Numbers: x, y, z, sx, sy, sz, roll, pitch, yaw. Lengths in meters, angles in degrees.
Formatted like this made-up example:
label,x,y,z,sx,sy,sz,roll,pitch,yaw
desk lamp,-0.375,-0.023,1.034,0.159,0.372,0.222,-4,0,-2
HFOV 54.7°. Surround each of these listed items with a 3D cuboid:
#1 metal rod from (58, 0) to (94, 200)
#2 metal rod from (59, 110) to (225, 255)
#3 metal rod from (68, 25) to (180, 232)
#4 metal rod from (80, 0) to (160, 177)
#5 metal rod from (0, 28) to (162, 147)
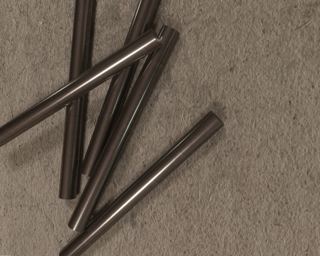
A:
label,x,y,z,sx,sy,sz,roll,pitch,yaw
metal rod,-0.122,-0.047,0.450,0.025,0.025,0.298,6,92,19
metal rod,-0.033,0.088,0.419,0.299,0.025,0.025,-44,77,14
metal rod,-0.051,0.005,0.418,0.025,0.025,0.299,28,96,17
metal rod,-0.050,-0.074,0.425,0.025,0.025,0.298,23,97,18
metal rod,-0.130,-0.044,0.425,0.300,0.025,0.025,-28,81,17
